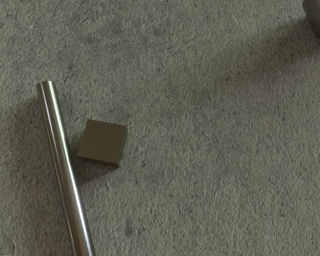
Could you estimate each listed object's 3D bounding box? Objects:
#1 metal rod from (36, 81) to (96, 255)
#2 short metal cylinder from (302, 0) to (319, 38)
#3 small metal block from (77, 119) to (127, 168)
[{"bbox_3d":[-0.111,0.075,0.379,0.025,0.025,0.299,-17,71,-6],"label":"metal rod"},{"bbox_3d":[0.256,-0.174,0.446,0.081,0.080,0.050,-11,71,-4],"label":"short metal cylinder"},{"bbox_3d":[-0.073,0.020,0.400,0.050,0.025,0.050,11,70,3],"label":"small metal block"}]
